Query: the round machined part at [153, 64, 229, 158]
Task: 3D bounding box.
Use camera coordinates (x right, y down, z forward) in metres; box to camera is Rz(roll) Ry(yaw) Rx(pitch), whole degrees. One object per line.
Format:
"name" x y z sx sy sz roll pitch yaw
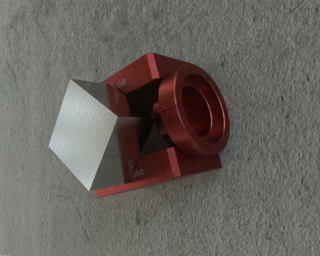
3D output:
"round machined part" 0.030 -0.015 0.332 0.042 0.099 0.098 -20 78 38

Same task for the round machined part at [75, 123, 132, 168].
"round machined part" -0.067 0.023 0.411 0.042 0.099 0.098 -20 78 38

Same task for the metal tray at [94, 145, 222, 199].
"metal tray" -0.006 0.051 0.365 0.130 0.091 0.030 -22 76 37

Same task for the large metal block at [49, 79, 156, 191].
"large metal block" -0.062 0.005 0.319 0.080 0.050 0.079 36 112 33

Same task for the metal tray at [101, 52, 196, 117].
"metal tray" -0.026 -0.044 0.385 0.130 0.091 0.030 -23 76 37
